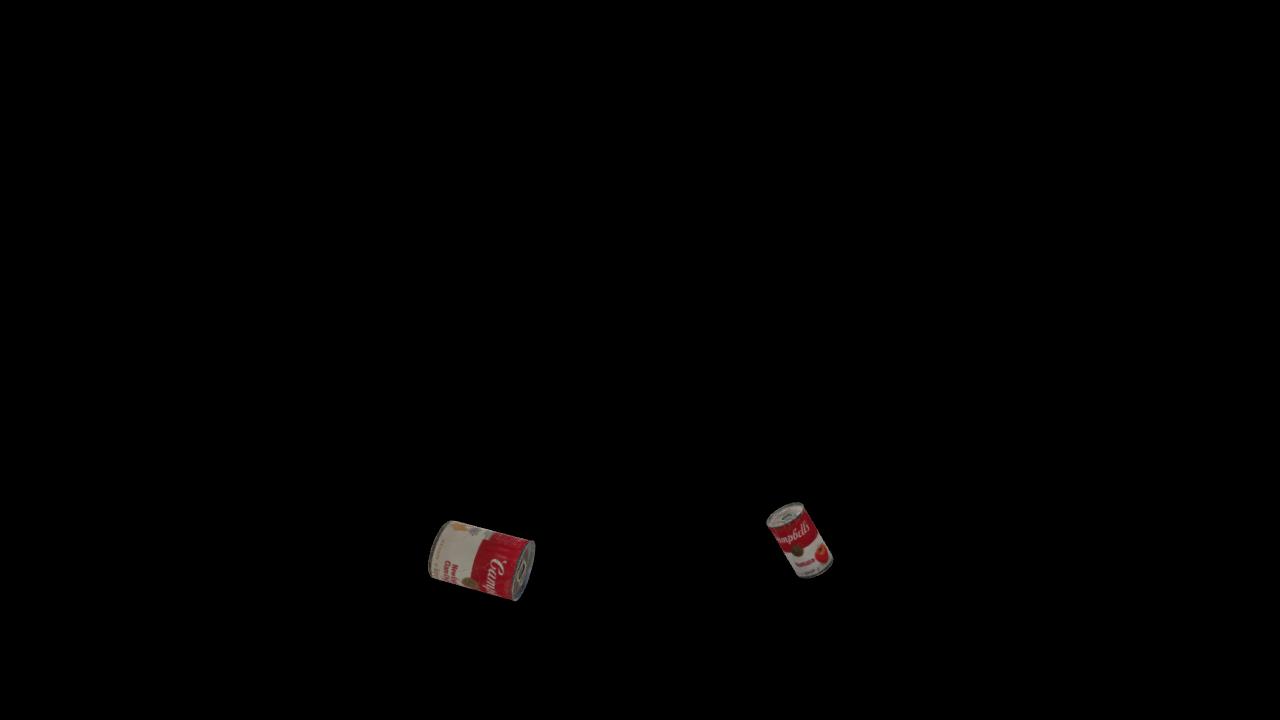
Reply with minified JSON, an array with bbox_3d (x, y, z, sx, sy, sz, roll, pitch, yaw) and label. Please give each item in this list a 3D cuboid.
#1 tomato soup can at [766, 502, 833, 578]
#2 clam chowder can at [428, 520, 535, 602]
[{"bbox_3d":[0.258,0.291,0.991,0.068,0.101,0.068,-30,5,3],"label":"tomato soup can"},{"bbox_3d":[-0.179,0.227,0.699,0.102,0.068,0.068,13,2,8],"label":"clam chowder can"}]
